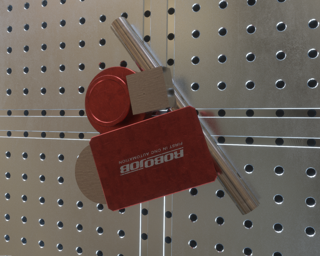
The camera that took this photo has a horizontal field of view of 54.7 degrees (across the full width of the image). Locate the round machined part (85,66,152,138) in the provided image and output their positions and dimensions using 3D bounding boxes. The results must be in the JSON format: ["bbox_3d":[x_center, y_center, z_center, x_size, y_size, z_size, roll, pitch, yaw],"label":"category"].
[{"bbox_3d":[-0.061,-0.035,0.420,0.098,0.042,0.097,0,90,21],"label":"round machined part"}]

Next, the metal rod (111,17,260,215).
[{"bbox_3d":[0.026,-0.024,0.400,0.025,0.025,0.299,-38,78,16],"label":"metal rod"}]

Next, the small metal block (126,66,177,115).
[{"bbox_3d":[-0.010,-0.046,0.387,0.050,0.025,0.050,-11,89,24],"label":"small metal block"}]

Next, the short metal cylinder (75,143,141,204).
[{"bbox_3d":[-0.066,0.057,0.418,0.080,0.050,0.079,0,90,20],"label":"short metal cylinder"}]

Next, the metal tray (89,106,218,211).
[{"bbox_3d":[-0.008,0.036,0.368,0.131,0.030,0.090,-18,84,6],"label":"metal tray"}]
